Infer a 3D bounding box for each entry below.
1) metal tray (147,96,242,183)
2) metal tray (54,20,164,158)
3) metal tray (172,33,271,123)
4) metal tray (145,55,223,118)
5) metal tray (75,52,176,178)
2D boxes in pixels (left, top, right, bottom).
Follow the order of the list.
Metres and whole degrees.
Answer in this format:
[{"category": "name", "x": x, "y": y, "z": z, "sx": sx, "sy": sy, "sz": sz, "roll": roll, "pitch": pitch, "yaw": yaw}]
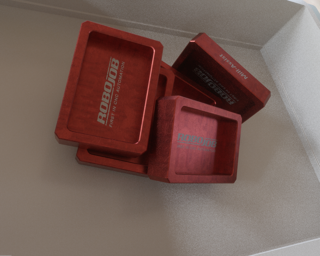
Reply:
[{"category": "metal tray", "x": 0.047, "y": 0.018, "z": 0.365, "sx": 0.131, "sy": 0.030, "sz": 0.089, "roll": 10, "pitch": 84, "yaw": -45}, {"category": "metal tray", "x": -0.051, "y": -0.040, "z": 0.330, "sx": 0.091, "sy": 0.030, "sz": 0.130, "roll": 13, "pitch": 74, "yaw": -14}, {"category": "metal tray", "x": 0.079, "y": -0.060, "z": 0.444, "sx": 0.130, "sy": 0.090, "sz": 0.030, "roll": 42, "pitch": 51, "yaw": 0}, {"category": "metal tray", "x": 0.013, "y": -0.033, "z": 0.423, "sx": 0.130, "sy": 0.030, "sz": 0.090, "roll": 32, "pitch": 59, "yaw": -8}, {"category": "metal tray", "x": -0.038, "y": -0.015, "z": 0.361, "sx": 0.091, "sy": 0.030, "sz": 0.130, "roll": 14, "pitch": 74, "yaw": -14}]
